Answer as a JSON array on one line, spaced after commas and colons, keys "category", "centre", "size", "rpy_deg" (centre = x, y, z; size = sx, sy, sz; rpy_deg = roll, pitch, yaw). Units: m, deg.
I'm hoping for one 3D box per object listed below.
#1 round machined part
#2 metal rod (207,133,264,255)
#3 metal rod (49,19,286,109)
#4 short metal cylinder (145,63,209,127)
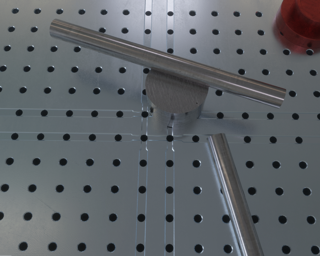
[{"category": "round machined part", "centre": [0.233, -0.174, 0.468], "size": [0.099, 0.042, 0.098], "rpy_deg": [0, 70, 0]}, {"category": "metal rod", "centre": [0.107, 0.148, 0.357], "size": [0.025, 0.025, 0.299], "rpy_deg": [-12, 70, -5]}, {"category": "metal rod", "centre": [0.004, -0.083, 0.388], "size": [0.301, 0.025, 0.025], "rpy_deg": [19, 71, 7]}, {"category": "short metal cylinder", "centre": [0.022, -0.047, 0.415], "size": [0.081, 0.050, 0.080], "rpy_deg": [0, 70, 0]}]
